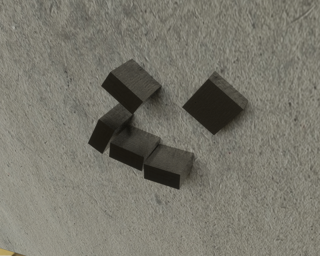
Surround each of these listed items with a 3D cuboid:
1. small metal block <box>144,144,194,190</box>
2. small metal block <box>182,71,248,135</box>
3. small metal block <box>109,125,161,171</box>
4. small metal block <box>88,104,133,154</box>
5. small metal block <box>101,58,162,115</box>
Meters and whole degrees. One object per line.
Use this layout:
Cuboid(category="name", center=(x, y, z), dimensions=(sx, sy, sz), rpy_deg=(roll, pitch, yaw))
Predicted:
Cuboid(category="small metal block", center=(0.012, 0.050, 0.415), dimensions=(0.050, 0.050, 0.025), rpy_deg=(14, 124, 20))
Cuboid(category="small metal block", center=(0.063, -0.028, 0.356), dimensions=(0.050, 0.025, 0.050), rpy_deg=(42, 129, -1))
Cuboid(category="small metal block", center=(-0.034, 0.026, 0.425), dimensions=(0.050, 0.050, 0.025), rpy_deg=(22, 127, 15))
Cuboid(category="small metal block", center=(-0.067, 0.000, 0.426), dimensions=(0.025, 0.050, 0.050), rpy_deg=(36, 129, 4))
Cuboid(category="small metal block", center=(-0.034, -0.051, 0.377), dimensions=(0.050, 0.050, 0.025), rpy_deg=(43, 129, -1))
